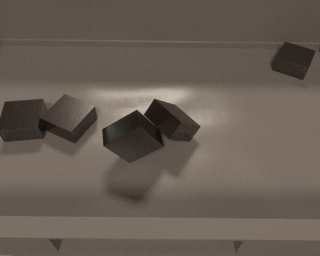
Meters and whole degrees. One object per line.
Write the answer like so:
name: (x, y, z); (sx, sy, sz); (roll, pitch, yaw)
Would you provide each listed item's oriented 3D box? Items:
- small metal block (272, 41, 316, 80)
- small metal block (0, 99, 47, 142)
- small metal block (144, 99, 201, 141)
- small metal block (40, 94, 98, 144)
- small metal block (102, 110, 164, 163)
small metal block: (0.216, -0.109, 0.500); (0.050, 0.025, 0.050); (24, 54, 18)
small metal block: (-0.181, -0.011, 0.412); (0.050, 0.025, 0.050); (-5, 50, -5)
small metal block: (0.016, -0.009, 0.395); (0.050, 0.025, 0.050); (43, 19, 30)
small metal block: (-0.121, -0.013, 0.415); (0.050, 0.025, 0.050); (22, 53, 17)
small metal block: (-0.032, 0.012, 0.366); (0.050, 0.050, 0.025); (-28, 49, 18)
